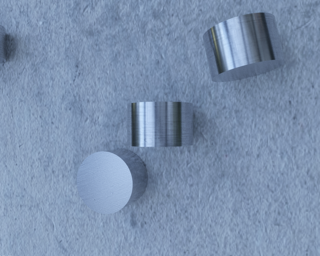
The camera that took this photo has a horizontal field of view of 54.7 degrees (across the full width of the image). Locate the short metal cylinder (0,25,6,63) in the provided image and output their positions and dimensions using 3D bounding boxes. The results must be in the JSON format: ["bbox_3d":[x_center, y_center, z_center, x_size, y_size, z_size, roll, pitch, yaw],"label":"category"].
[{"bbox_3d":[-0.283,-0.132,0.477,0.080,0.080,0.050,-1,90,19],"label":"short metal cylinder"}]

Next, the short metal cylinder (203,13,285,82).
[{"bbox_3d":[0.093,-0.087,0.347,0.080,0.080,0.050,-13,86,19],"label":"short metal cylinder"}]

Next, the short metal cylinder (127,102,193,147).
[{"bbox_3d":[0.000,-0.004,0.379,0.080,0.080,0.050,0,90,19],"label":"short metal cylinder"}]

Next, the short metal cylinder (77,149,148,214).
[{"bbox_3d":[-0.063,0.069,0.417,0.080,0.050,0.079,0,90,19],"label":"short metal cylinder"}]
